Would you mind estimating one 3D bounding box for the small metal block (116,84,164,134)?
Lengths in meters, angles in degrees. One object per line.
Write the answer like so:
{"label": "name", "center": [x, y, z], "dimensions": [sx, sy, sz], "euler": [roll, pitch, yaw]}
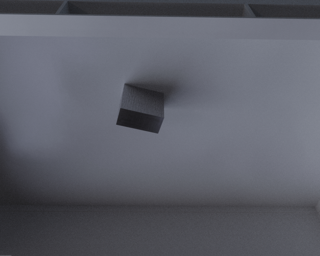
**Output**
{"label": "small metal block", "center": [-0.023, -0.024, 0.372], "dimensions": [0.050, 0.050, 0.025], "euler": [12, 129, -11]}
